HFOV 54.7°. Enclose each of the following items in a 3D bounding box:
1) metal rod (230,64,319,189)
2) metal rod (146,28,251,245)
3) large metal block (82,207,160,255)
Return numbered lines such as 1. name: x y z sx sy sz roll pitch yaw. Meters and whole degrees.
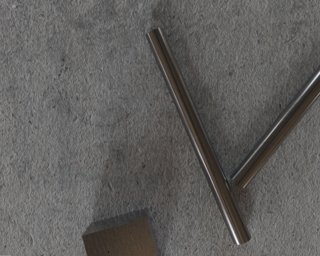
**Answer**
1. metal rod: 0.197 -0.044 0.412 0.025 0.025 0.300 39 90 -1
2. metal rod: 0.051 0.011 0.410 0.025 0.025 0.299 -23 90 0
3. large metal block: -0.045 0.157 0.397 0.080 0.050 0.080 -15 90 -1
